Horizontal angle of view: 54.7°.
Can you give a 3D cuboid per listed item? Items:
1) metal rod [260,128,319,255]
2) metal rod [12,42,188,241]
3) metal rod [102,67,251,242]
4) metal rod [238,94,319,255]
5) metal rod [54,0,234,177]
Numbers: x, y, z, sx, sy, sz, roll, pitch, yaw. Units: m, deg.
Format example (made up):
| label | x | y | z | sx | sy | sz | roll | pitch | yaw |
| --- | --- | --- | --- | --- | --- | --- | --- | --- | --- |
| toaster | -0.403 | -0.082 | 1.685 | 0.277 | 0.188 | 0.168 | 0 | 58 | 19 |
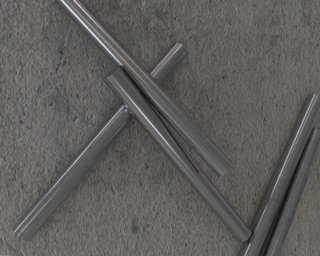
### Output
| label | x | y | z | sx | sy | sz | roll | pitch | yaw |
| --- | --- | --- | --- | --- | --- | --- | --- | --- | --- |
| metal rod | 0.192 | 0.140 | 0.479 | 0.025 | 0.025 | 0.299 | 27 | 81 | -18 |
| metal rod | -0.065 | 0.007 | 0.384 | 0.025 | 0.025 | 0.300 | 43 | 77 | -15 |
| metal rod | 0.033 | 0.047 | 0.404 | 0.025 | 0.025 | 0.300 | -44 | 110 | -14 |
| metal rod | 0.186 | 0.082 | 0.477 | 0.025 | 0.025 | 0.299 | 30 | 80 | -18 |
| metal rod | -0.020 | -0.057 | 0.375 | 0.025 | 0.025 | 0.300 | -44 | 94 | -15 |
